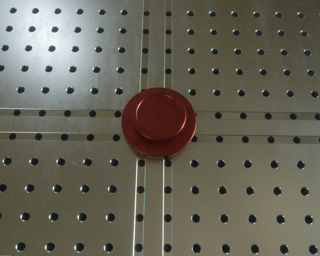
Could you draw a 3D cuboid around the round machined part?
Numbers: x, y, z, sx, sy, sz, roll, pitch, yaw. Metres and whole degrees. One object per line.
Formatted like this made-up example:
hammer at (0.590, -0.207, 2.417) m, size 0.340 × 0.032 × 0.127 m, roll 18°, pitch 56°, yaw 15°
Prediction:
round machined part at (-0.001, -0.010, 0.406) m, size 0.099 × 0.042 × 0.098 m, roll 0°, pitch 70°, yaw -1°
